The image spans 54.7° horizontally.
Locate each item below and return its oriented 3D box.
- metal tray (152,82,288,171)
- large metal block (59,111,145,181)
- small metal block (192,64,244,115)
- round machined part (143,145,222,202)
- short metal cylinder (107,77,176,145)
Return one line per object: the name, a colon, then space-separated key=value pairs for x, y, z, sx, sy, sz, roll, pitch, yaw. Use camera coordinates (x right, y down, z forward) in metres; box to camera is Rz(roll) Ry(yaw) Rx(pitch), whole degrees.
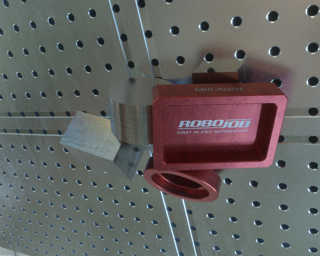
metal tray: x=0.058 y=0.000 z=0.328 sx=0.131 sy=0.030 sz=0.089 roll=-2 pitch=122 yaw=-3
large metal block: x=-0.076 y=0.026 z=0.428 sx=0.080 sy=0.050 sz=0.080 roll=16 pitch=158 yaw=19
small metal block: x=0.067 y=-0.043 z=0.349 sx=0.050 sy=0.025 sz=0.050 roll=3 pitch=120 yaw=26
round machined part: x=0.031 y=0.057 z=0.402 sx=0.098 sy=0.042 sz=0.098 roll=15 pitch=152 yaw=9
short metal cylinder: x=-0.020 y=-0.023 z=0.372 sx=0.080 sy=0.080 sz=0.050 roll=13 pitch=124 yaw=21
